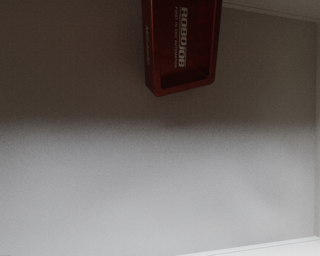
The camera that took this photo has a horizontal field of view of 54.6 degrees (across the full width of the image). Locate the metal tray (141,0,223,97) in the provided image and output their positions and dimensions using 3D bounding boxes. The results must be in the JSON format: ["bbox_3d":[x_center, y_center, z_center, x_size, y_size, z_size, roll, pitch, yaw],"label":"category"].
[{"bbox_3d":[0.027,-0.109,0.382,0.091,0.030,0.129,-16,128,-19],"label":"metal tray"}]
